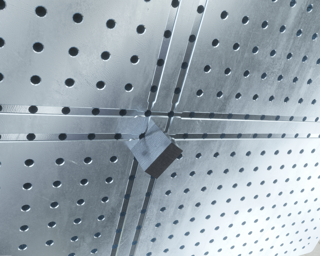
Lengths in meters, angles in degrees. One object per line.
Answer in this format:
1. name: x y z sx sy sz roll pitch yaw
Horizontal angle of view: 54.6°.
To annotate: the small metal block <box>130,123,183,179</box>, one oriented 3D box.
1. small metal block: -0.005 0.030 0.410 0.050 0.050 0.025 -47 129 5
